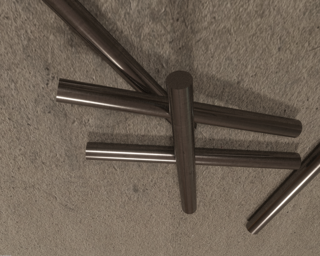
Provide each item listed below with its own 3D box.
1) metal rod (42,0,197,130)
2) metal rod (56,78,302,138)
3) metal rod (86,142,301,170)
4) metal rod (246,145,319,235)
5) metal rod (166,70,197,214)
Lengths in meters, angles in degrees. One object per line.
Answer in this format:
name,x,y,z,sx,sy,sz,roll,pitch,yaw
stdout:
metal rod,-0.056,-0.087,0.332,0.025,0.025,0.300,-32,124,24
metal rod,0.037,-0.019,0.365,0.302,0.025,0.025,8,130,-18
metal rod,0.049,0.040,0.442,0.302,0.025,0.025,3,130,-4
metal rod,0.218,0.076,0.475,0.025,0.025,0.298,15,129,-13
metal rod,0.034,0.045,0.404,0.025,0.025,0.299,-5,143,4
